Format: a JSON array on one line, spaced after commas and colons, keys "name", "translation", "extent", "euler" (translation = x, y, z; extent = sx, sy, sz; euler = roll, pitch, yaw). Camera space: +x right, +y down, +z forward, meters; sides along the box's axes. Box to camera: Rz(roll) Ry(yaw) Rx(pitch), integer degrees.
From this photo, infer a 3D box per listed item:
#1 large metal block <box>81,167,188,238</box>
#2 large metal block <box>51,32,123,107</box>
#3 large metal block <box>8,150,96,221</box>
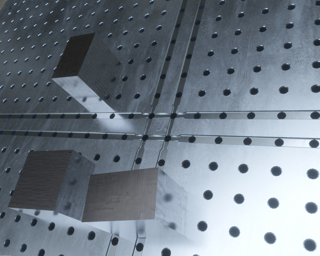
[{"name": "large metal block", "translation": [-0.023, 0.084, 0.334], "extent": [0.080, 0.080, 0.050], "euler": [-10, 58, 23]}, {"name": "large metal block", "translation": [-0.110, -0.088, 0.486], "extent": [0.050, 0.080, 0.080], "euler": [0, 62, 28]}, {"name": "large metal block", "translation": [-0.145, 0.077, 0.422], "extent": [0.080, 0.050, 0.080], "euler": [-4, 60, 26]}]
